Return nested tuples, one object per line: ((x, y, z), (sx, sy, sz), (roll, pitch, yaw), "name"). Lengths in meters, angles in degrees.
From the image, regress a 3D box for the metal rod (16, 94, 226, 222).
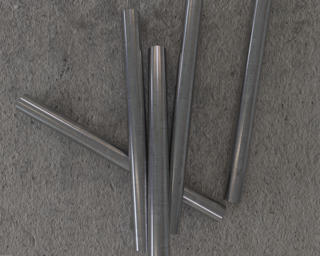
((-0.050, 0.040, 0.409), (0.301, 0.025, 0.025), (29, 90, 0), "metal rod")

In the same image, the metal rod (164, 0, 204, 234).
((0.028, -0.021, 0.394), (0.025, 0.025, 0.298), (7, 84, 0), "metal rod")

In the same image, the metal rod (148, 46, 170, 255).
((-0.002, 0.042, 0.374), (0.025, 0.025, 0.299), (-1, 76, 0), "metal rod")

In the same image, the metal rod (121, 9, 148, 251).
((-0.029, -0.004, 0.390), (0.025, 0.025, 0.298), (-4, 83, 0), "metal rod")

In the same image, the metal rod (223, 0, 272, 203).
((0.118, -0.052, 0.410), (0.025, 0.025, 0.298), (9, 90, 0), "metal rod")
